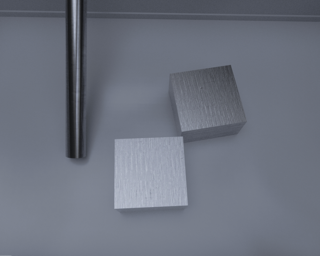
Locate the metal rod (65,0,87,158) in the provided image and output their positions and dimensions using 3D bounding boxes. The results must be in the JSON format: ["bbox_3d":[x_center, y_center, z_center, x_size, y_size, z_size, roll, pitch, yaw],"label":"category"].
[{"bbox_3d":[-0.102,-0.111,0.376,0.025,0.025,0.298,3,98,0],"label":"metal rod"}]

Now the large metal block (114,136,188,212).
[{"bbox_3d":[-0.011,0.057,0.375,0.081,0.050,0.080,-2,70,-1],"label":"large metal block"}]

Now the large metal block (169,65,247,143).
[{"bbox_3d":[0.059,-0.030,0.408,0.081,0.050,0.080,-9,70,-4],"label":"large metal block"}]
